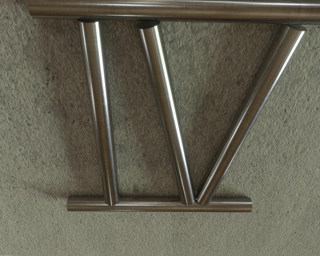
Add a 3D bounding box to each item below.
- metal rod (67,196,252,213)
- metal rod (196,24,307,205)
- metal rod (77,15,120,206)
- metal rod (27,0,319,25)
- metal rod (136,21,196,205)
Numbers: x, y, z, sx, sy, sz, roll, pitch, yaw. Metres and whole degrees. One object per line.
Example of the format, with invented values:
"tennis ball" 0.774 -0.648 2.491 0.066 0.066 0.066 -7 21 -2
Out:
"metal rod" 0.000 0.127 0.516 0.302 0.025 0.025 1 130 -2
"metal rod" 0.105 0.005 0.413 0.025 0.025 0.298 10 129 -9
"metal rod" -0.074 0.003 0.409 0.025 0.025 0.298 1 130 -1
"metal rod" 0.026 -0.119 0.308 0.302 0.025 0.025 1 130 -2
"metal rod" 0.017 0.005 0.412 0.025 0.025 0.298 -9 130 7
